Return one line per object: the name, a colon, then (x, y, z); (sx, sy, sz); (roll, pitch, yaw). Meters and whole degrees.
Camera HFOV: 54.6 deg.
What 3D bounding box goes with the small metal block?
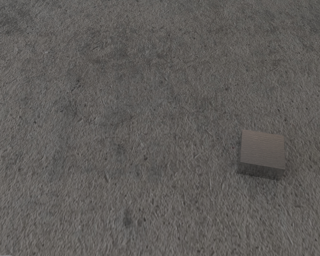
small metal block: (0.122, 0.032, 0.377); (0.050, 0.025, 0.050); (9, 51, 8)
